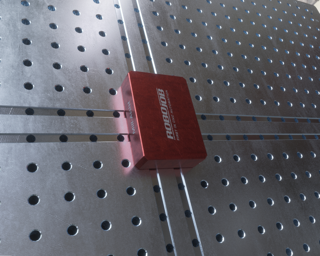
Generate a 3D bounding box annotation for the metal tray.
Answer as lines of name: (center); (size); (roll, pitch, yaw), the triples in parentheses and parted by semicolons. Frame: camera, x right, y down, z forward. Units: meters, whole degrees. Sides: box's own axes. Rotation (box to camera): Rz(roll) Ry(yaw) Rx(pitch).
metal tray: (0.004, -0.012, 0.415); (0.091, 0.030, 0.130); (2, 61, -28)
